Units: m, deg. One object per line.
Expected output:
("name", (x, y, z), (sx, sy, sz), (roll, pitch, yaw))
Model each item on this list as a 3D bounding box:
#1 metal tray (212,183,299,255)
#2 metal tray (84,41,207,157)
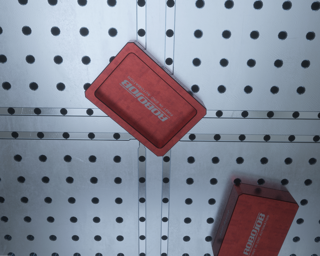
("metal tray", (0.141, 0.153, 0.469), (0.091, 0.030, 0.129), (11, 110, -5))
("metal tray", (-0.017, -0.036, 0.397), (0.130, 0.030, 0.090), (41, 105, -14))
